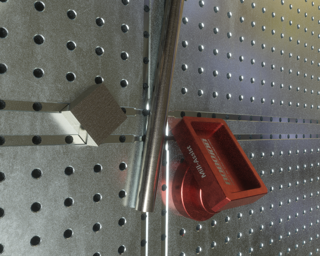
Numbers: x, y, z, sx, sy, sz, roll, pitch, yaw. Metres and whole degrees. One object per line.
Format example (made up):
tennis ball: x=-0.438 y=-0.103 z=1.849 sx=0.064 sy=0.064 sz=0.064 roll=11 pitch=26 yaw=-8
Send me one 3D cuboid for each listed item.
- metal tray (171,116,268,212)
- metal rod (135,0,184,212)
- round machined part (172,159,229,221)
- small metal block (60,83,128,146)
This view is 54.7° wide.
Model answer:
metal tray: x=0.081 y=0.044 z=0.428 sx=0.091 sy=0.030 sz=0.130 roll=2 pitch=51 yaw=-40
metal rod: x=0.002 y=-0.042 z=0.412 sx=0.025 sy=0.025 sz=0.298 roll=14 pitch=81 yaw=-40
round machined part: x=0.068 y=0.089 z=0.458 sx=0.099 sy=0.042 sz=0.097 roll=0 pitch=90 yaw=-40
small metal block: x=-0.073 y=-0.015 z=0.349 sx=0.050 sy=0.025 sz=0.050 roll=-48 pitch=119 yaw=-29
